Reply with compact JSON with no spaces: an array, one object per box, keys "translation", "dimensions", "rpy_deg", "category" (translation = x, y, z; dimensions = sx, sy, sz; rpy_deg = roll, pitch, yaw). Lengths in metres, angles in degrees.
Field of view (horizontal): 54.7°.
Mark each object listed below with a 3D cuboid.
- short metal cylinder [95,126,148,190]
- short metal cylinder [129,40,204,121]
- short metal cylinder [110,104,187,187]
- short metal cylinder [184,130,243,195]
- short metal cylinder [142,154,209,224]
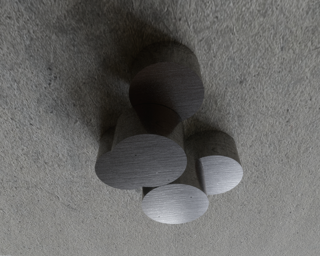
[{"translation":[-0.045,0.040,0.426],"dimensions":[0.081,0.050,0.079],"rpy_deg":[0,130,0],"category":"short metal cylinder"},{"translation":[0.007,-0.051,0.349],"dimensions":[0.081,0.050,0.079],"rpy_deg":[0,130,0],"category":"short metal cylinder"},{"translation":[-0.012,0.020,0.342],"dimensions":[0.080,0.050,0.079],"rpy_deg":[0,130,0],"category":"short metal cylinder"},{"translation":[0.071,0.049,0.434],"dimensions":[0.081,0.050,0.079],"rpy_deg":[0,130,0],"category":"short metal cylinder"},{"translation":[0.018,0.077,0.391],"dimensions":[0.081,0.050,0.079],"rpy_deg":[-1,130,0],"category":"short metal cylinder"}]
